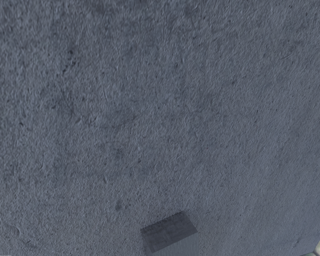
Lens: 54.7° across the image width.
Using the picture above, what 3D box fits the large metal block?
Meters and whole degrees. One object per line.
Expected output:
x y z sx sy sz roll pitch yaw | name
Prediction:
0.018 0.199 0.523 0.081 0.050 0.079 -19 126 -17 | large metal block
